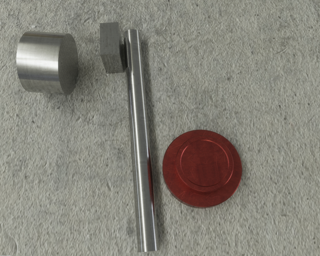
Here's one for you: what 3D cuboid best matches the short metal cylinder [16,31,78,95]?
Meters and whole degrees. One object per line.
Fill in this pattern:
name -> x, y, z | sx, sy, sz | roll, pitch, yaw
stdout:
short metal cylinder -> -0.145, -0.085, 0.409 | 0.050, 0.080, 0.080 | 4, 70, 1

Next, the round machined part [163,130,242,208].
round machined part -> 0.053, 0.047, 0.382 | 0.099, 0.042, 0.098 | 0, 70, 0

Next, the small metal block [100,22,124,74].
small metal block -> -0.067, -0.111, 0.435 | 0.025, 0.050, 0.050 | -4, 70, -2

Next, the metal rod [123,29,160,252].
metal rod -> -0.027, 0.002, 0.407 | 0.025, 0.025, 0.299 | -5, 70, -2
